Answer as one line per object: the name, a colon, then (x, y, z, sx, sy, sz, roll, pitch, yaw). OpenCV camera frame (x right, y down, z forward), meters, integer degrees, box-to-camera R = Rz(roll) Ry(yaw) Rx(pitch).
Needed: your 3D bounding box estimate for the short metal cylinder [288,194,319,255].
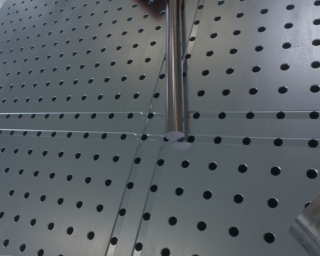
short metal cylinder: (0.152, 0.079, 0.245, 0.080, 0.080, 0.050, -40, 51, 1)

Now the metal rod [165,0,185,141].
metal rod: (0.021, -0.118, 0.469, 0.025, 0.025, 0.299, -13, 56, 21)
